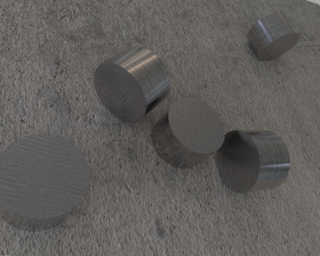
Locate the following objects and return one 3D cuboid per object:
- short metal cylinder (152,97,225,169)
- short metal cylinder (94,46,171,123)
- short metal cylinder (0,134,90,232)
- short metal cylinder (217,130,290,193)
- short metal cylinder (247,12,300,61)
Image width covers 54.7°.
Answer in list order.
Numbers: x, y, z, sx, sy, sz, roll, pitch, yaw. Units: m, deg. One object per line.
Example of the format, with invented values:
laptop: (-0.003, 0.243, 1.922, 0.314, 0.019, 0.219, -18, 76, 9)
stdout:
short metal cylinder: (0.036, 0.007, 0.403, 0.081, 0.050, 0.080, 14, 56, -21)
short metal cylinder: (-0.034, -0.054, 0.383, 0.080, 0.080, 0.050, 45, 51, 2)
short metal cylinder: (-0.113, 0.052, 0.295, 0.081, 0.050, 0.080, 14, 56, -21)
short metal cylinder: (0.120, 0.042, 0.407, 0.050, 0.080, 0.080, 0, 62, -28)
short metal cylinder: (0.215, -0.172, 0.589, 0.081, 0.080, 0.050, -9, 67, -32)
